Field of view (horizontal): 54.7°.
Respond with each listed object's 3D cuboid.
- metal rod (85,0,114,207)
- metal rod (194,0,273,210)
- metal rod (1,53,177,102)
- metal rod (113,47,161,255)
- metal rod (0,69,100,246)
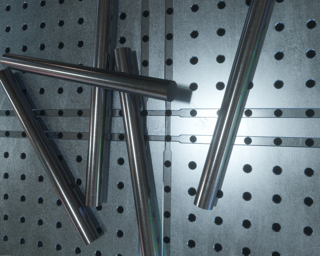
[{"bbox_3d":[-0.086,-0.039,0.441,0.025,0.025,0.298,4,91,19],"label":"metal rod"},{"bbox_3d":[0.093,-0.045,0.379,0.025,0.025,0.298,17,95,19],"label":"metal rod"},{"bbox_3d":[-0.115,-0.075,0.427,0.301,0.025,0.025,14,95,28],"label":"metal rod"},{"bbox_3d":[-0.031,0.039,0.422,0.025,0.025,0.298,-9,87,19],"label":"metal rod"},{"bbox_3d":[-0.174,0.038,0.472,0.025,0.025,0.299,-35,79,16],"label":"metal rod"}]
